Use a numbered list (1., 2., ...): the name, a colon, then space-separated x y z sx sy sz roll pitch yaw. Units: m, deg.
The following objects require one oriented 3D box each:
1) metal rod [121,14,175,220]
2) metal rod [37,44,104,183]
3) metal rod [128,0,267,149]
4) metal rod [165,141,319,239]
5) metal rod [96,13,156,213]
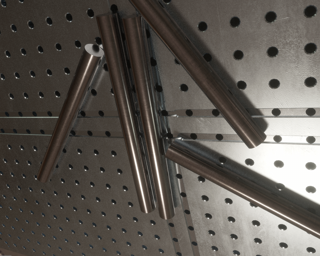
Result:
1. metal rod: -0.010 0.005 0.417 0.025 0.025 0.298 5 121 25
2. metal rod: -0.150 -0.004 0.485 0.025 0.025 0.298 37 129 3
3. metal rod: 0.017 -0.097 0.341 0.025 0.025 0.300 -35 100 38
4. metal rod: 0.144 0.096 0.394 0.301 0.025 0.025 27 128 10
5. metal rod: -0.041 -0.002 0.429 0.025 0.025 0.298 5 121 25
